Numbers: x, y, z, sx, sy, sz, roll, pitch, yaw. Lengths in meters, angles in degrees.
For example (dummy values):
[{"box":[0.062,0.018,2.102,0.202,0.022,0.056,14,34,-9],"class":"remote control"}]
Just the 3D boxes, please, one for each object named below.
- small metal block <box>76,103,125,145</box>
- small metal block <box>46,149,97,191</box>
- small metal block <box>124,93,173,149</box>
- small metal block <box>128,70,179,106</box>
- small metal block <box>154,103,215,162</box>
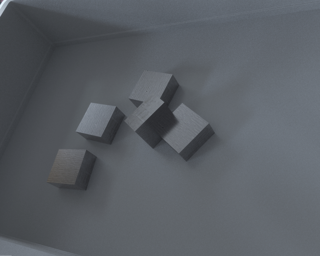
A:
[{"box":[-0.087,-0.007,0.454,0.050,0.025,0.050,10,67,32],"class":"small metal block"},{"box":[-0.123,0.058,0.433,0.050,0.025,0.050,-1,61,27],"class":"small metal block"},{"box":[-0.009,-0.008,0.398,0.050,0.050,0.025,-45,51,-3],"class":"small metal block"},{"box":[-0.008,-0.052,0.441,0.050,0.025,0.050,15,69,34],"class":"small metal block"},{"box":[0.030,0.005,0.386,0.050,0.025,0.050,-45,51,-4],"class":"small metal block"}]
